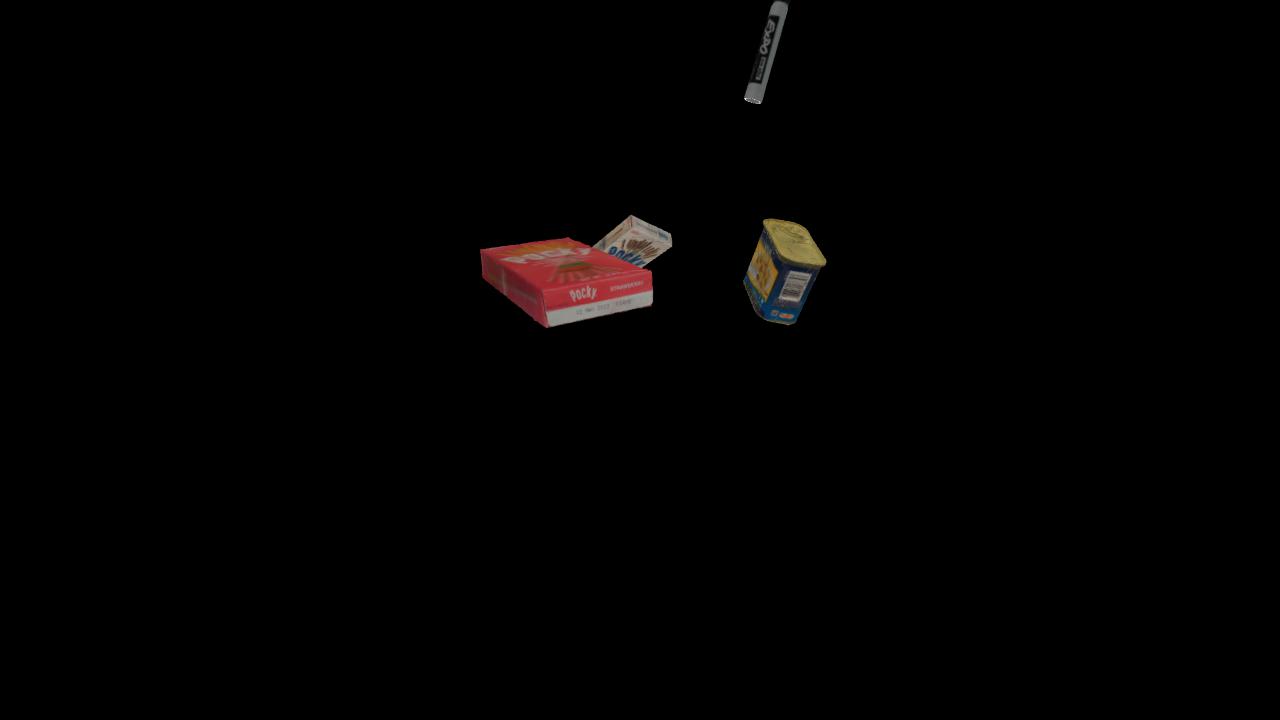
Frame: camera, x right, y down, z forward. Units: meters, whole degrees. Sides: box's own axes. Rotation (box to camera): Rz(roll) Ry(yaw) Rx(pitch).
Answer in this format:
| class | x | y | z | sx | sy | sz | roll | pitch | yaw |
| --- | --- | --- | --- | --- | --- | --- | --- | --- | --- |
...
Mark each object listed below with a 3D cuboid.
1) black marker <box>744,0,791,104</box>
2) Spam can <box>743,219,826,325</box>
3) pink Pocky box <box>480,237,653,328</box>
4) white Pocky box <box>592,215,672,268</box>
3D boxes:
| class | x | y | z | sx | sy | sz | roll | pitch | yaw |
| --- | --- | --- | --- | --- | --- | --- | --- | --- | --- |
| black marker | 0.130 | -0.320 | 0.612 | 0.020 | 0.121 | 0.020 | 15 | 12 | -3 |
| Spam can | 0.165 | -0.104 | 0.721 | 0.058 | 0.085 | 0.101 | 7 | 38 | -12 |
| pink Pocky box | -0.063 | -0.066 | 0.478 | 0.084 | 0.029 | 0.155 | -13 | 25 | -25 |
| white Pocky box | -0.031 | -0.162 | 0.952 | 0.084 | 0.028 | 0.154 | 15 | -32 | -39 |
